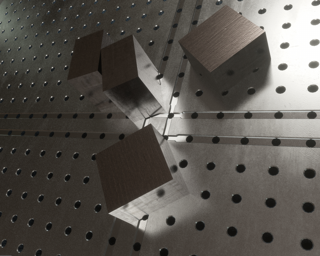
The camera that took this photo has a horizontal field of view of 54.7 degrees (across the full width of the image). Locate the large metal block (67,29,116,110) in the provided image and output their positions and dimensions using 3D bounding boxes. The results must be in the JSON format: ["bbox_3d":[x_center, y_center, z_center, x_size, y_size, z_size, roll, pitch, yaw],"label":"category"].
[{"bbox_3d":[-0.088,-0.086,0.470,0.050,0.080,0.080,-13,57,21],"label":"large metal block"}]

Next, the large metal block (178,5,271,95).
[{"bbox_3d":[0.085,-0.104,0.411,0.080,0.050,0.080,-37,51,3],"label":"large metal block"}]

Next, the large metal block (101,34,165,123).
[{"bbox_3d":[-0.037,-0.067,0.432,0.050,0.080,0.080,-21,54,16],"label":"large metal block"}]

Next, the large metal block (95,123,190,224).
[{"bbox_3d":[-0.023,0.055,0.369,0.080,0.050,0.080,-30,52,9],"label":"large metal block"}]
